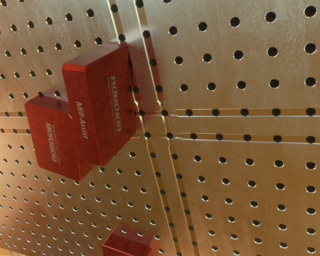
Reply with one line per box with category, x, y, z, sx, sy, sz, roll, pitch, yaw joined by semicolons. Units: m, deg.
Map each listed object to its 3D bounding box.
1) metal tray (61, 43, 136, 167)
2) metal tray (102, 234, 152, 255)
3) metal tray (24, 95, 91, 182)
metal tray;-0.069;-0.030;0.385;0.030;0.090;0.129;10;123;22
metal tray;-0.059;0.274;0.607;0.090;0.030;0.129;10;123;22
metal tray;-0.163;0.018;0.503;0.090;0.030;0.129;15;125;19
